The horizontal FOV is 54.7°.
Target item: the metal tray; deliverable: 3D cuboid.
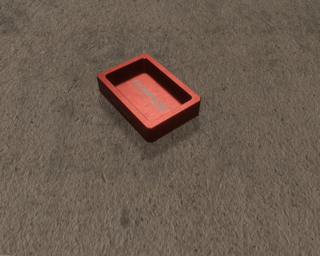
[{"bbox_3d":[-0.018,-0.048,0.439,0.091,0.030,0.130,-30,57,-23],"label":"metal tray"}]
